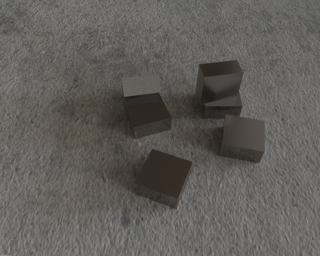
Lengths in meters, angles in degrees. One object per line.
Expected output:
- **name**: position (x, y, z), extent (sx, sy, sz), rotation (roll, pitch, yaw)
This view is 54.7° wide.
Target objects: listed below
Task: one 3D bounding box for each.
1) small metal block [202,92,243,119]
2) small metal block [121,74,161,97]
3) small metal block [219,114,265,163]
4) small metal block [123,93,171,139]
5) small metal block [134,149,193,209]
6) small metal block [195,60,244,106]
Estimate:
- **small metal block**: position (0.085, -0.040, 0.438), extent (0.050, 0.025, 0.050), rotation (0, 50, -1)
- **small metal block**: position (-0.028, -0.060, 0.435), extent (0.050, 0.025, 0.050), rotation (-8, 8, -7)
- **small metal block**: position (0.104, 0.013, 0.394), extent (0.050, 0.025, 0.050), rotation (10, 51, 7)
- **small metal block**: position (-0.017, -0.017, 0.418), extent (0.050, 0.025, 0.050), rotation (-15, 52, -13)
- **small metal block**: position (0.005, 0.057, 0.355), extent (0.050, 0.025, 0.050), rotation (17, 52, 13)
- **small metal block**: position (0.076, -0.059, 0.405), extent (0.050, 0.050, 0.025), rotation (-8, 51, -7)
